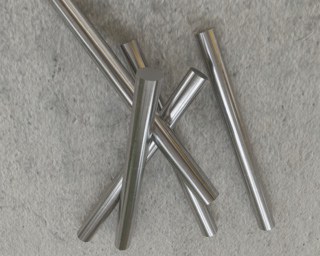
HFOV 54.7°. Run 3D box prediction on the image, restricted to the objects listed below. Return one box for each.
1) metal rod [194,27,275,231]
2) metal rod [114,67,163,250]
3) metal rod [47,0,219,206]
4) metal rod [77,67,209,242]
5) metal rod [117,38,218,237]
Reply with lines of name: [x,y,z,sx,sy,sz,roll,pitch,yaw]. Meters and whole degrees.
metal rod: [0.106,0.015,0.416,0.025,0.025,0.299,-20,109,7]
metal rod: [-0.034,0.063,0.382,0.025,0.025,0.298,9,129,-4]
metal rod: [-0.032,-0.038,0.354,0.025,0.025,0.299,-37,91,12]
metal rod: [-0.035,0.050,0.409,0.025,0.025,0.298,30,114,-11]
metal rod: [0.018,0.026,0.419,0.025,0.025,0.299,-22,109,7]
